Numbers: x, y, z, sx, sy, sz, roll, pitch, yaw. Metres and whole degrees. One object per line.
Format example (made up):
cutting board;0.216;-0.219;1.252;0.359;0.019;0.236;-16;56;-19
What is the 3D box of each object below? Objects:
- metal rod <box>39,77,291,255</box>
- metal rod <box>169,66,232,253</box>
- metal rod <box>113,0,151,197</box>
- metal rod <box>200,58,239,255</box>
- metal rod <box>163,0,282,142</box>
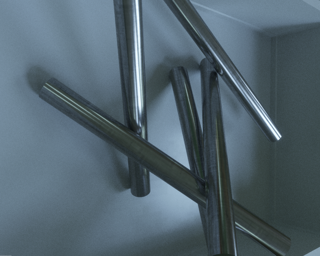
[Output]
metal rod;0.009;0.044;0.324;0.301;0.025;0.025;34;66;-4
metal rod;0.050;0.056;0.369;0.025;0.025;0.299;11;58;-40
metal rod;-0.027;-0.049;0.311;0.025;0.025;0.298;-28;130;-36
metal rod;0.063;0.006;0.362;0.025;0.025;0.300;45;32;-31
metal rod;0.096;-0.080;0.438;0.300;0.025;0.025;45;63;-29
